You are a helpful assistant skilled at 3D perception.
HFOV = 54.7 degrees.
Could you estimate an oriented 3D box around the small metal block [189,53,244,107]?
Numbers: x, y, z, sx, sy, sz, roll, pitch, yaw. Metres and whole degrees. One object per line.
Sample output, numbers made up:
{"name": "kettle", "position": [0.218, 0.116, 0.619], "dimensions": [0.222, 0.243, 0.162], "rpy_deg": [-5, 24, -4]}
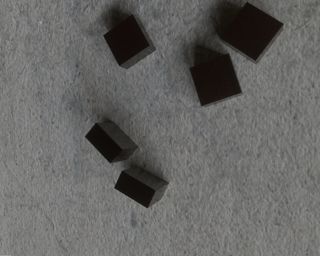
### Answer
{"name": "small metal block", "position": [0.070, -0.058, 0.384], "dimensions": [0.050, 0.025, 0.050], "rpy_deg": [-18, 84, 18]}

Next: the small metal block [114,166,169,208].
{"name": "small metal block", "position": [-0.023, 0.075, 0.403], "dimensions": [0.050, 0.050, 0.025], "rpy_deg": [27, 99, 17]}

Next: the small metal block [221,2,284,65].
{"name": "small metal block", "position": [0.110, -0.112, 0.370], "dimensions": [0.050, 0.025, 0.050], "rpy_deg": [39, 102, 15]}

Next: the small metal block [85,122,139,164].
{"name": "small metal block", "position": [-0.064, 0.019, 0.417], "dimensions": [0.050, 0.050, 0.025], "rpy_deg": [44, 104, 14]}

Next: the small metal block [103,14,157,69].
{"name": "small metal block", "position": [-0.041, -0.117, 0.422], "dimensions": [0.050, 0.025, 0.050], "rpy_deg": [-30, 80, 17]}
